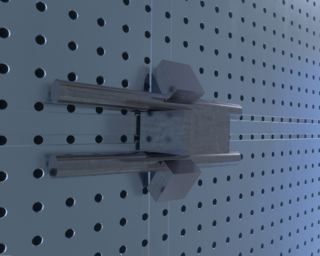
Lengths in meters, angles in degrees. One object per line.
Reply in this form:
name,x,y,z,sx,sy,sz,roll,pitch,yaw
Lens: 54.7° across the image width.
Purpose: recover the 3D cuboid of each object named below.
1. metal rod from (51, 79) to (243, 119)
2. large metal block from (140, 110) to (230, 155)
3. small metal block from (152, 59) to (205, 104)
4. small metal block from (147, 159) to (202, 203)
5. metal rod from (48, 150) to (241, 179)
metal rod,0.010,-0.032,0.412,0.302,0.025,0.025,3,89,-40
large metal block,0.031,0.006,0.394,0.081,0.080,0.050,2,89,-40
small metal block,0.025,-0.060,0.410,0.050,0.025,0.050,1,55,-40
small metal block,0.019,0.069,0.405,0.050,0.025,0.050,4,125,-40
metal rod,0.007,0.044,0.411,0.302,0.025,0.025,3,89,-40
